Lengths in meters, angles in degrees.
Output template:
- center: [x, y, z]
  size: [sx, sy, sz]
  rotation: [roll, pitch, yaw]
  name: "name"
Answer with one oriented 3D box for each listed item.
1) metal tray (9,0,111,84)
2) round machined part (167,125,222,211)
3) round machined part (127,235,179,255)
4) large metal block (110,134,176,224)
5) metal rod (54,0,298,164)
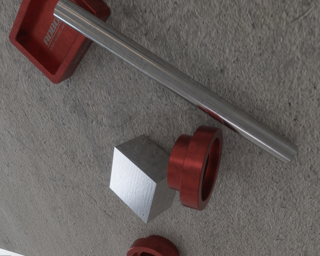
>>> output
- center: [-0.131, -0.129, 0.392]
  size: [0.090, 0.030, 0.129]
  rotation: [45, 129, -4]
  name: "metal tray"
- center: [0.040, 0.044, 0.366]
  size: [0.042, 0.098, 0.097]
  rotation: [12, 123, 22]
  name: "round machined part"
- center: [-0.005, 0.226, 0.539]
  size: [0.098, 0.042, 0.097]
  rotation: [13, 124, 21]
  name: "round machined part"
- center: [-0.022, 0.069, 0.429]
  size: [0.080, 0.050, 0.079]
  rotation: [37, 132, 30]
  name: "large metal block"
- center: [0.019, -0.051, 0.343]
  size: [0.301, 0.025, 0.025]
  rotation: [32, 129, -2]
  name: "metal rod"
